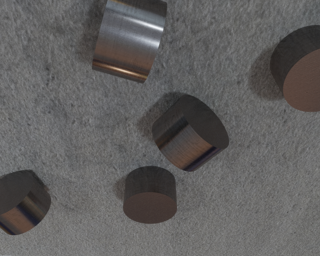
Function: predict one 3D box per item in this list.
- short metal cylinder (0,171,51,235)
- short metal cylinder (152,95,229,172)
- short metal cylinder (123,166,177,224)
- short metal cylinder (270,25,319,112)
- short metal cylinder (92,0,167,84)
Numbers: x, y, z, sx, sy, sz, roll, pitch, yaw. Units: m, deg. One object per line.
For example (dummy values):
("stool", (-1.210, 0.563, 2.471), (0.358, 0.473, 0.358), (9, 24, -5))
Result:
("short metal cylinder", (-0.213, 0.111, 0.462), (0.080, 0.080, 0.050), (-13, 129, 11))
("short metal cylinder", (0.037, 0.006, 0.377), (0.080, 0.080, 0.050), (32, 123, -25))
("short metal cylinder", (-0.015, 0.104, 0.480), (0.081, 0.050, 0.079), (0, 130, 0))
("short metal cylinder", (0.168, -0.064, 0.339), (0.081, 0.050, 0.079), (0, 130, 0))
("short metal cylinder", (-0.030, -0.088, 0.296), (0.050, 0.080, 0.079), (14, 129, -12))
